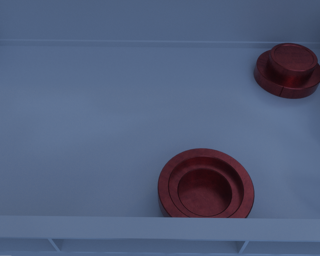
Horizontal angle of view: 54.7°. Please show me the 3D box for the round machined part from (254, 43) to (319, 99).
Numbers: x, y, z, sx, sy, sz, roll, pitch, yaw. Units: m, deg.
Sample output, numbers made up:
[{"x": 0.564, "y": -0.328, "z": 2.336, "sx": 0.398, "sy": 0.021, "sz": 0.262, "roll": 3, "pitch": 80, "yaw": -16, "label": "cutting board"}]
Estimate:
[{"x": 0.198, "y": -0.093, "z": 0.474, "sx": 0.099, "sy": 0.042, "sz": 0.098, "roll": 0, "pitch": 50, "yaw": 0, "label": "round machined part"}]

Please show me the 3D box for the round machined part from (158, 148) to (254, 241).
[{"x": 0.047, "y": 0.073, "z": 0.333, "sx": 0.099, "sy": 0.042, "sz": 0.098, "roll": 0, "pitch": 50, "yaw": 0, "label": "round machined part"}]
